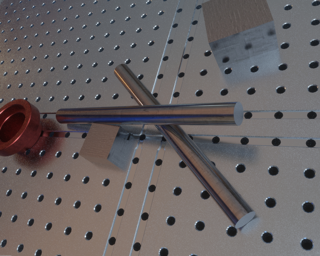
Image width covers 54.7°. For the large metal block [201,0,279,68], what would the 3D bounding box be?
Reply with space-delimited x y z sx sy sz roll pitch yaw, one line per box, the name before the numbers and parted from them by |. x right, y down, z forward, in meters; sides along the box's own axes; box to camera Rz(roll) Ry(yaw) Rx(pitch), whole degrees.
large metal block | 0.107 -0.140 0.421 0.080 0.050 0.080 -15 56 19

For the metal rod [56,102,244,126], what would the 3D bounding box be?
metal rod | -0.038 -0.017 0.410 0.300 0.025 0.025 1 62 37

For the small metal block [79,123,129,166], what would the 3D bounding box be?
small metal block | -0.078 0.022 0.434 0.050 0.025 0.050 5 64 30

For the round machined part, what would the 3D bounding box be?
round machined part | -0.239 0.003 0.518 0.098 0.042 0.098 -13 56 20

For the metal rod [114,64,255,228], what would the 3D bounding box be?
metal rod | 0.012 0.000 0.400 0.025 0.025 0.300 -40 51 1
